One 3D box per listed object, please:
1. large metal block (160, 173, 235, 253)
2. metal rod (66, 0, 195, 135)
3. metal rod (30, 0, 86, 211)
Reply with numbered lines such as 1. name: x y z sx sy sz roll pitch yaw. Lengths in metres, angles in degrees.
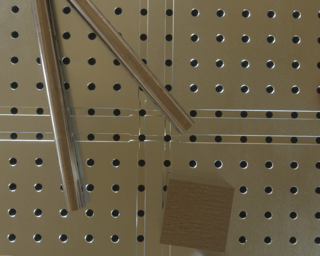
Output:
1. large metal block: 0.045 0.107 0.402 0.081 0.050 0.080 8 90 -1
2. metal rod: -0.060 -0.113 0.412 0.025 0.025 0.300 -40 91 0
3. metal rod: -0.137 -0.040 0.411 0.025 0.025 0.298 -10 90 0
